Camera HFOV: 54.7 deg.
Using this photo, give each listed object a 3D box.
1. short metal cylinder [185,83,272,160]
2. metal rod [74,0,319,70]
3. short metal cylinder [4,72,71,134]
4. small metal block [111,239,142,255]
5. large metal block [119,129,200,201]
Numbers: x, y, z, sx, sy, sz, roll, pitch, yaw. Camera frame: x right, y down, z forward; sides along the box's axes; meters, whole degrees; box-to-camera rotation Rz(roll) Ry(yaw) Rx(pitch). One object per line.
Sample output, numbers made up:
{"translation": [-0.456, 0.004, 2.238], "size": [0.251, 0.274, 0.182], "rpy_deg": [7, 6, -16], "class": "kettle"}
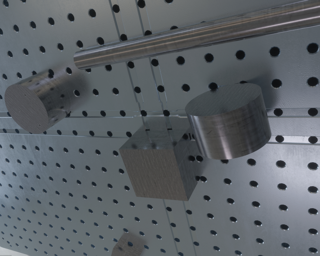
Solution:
{"translation": [0.073, -0.009, 0.332], "size": [0.080, 0.080, 0.050], "rpy_deg": [-7, 115, 31], "class": "short metal cylinder"}
{"translation": [0.025, -0.097, 0.337], "size": [0.300, 0.025, 0.025], "rpy_deg": [-3, 117, 29], "class": "metal rod"}
{"translation": [-0.184, -0.038, 0.468], "size": [0.080, 0.050, 0.079], "rpy_deg": [13, 124, 21], "class": "short metal cylinder"}
{"translation": [-0.067, 0.250, 0.601], "size": [0.050, 0.025, 0.050], "rpy_deg": [26, 128, 12], "class": "small metal block"}
{"translation": [0.001, 0.050, 0.425], "size": [0.080, 0.050, 0.080], "rpy_deg": [-2, 118, 29], "class": "large metal block"}
